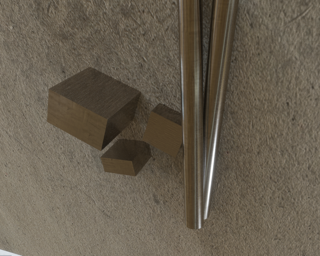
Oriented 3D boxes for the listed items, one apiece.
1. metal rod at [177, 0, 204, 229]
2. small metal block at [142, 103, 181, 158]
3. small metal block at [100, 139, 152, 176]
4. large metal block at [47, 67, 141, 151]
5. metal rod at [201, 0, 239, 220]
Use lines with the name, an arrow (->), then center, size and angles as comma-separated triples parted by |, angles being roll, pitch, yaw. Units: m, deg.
metal rod -> 0.037, -0.012, 0.355 | 0.025, 0.025, 0.298 | 7, 114, 24
small metal block -> 0.010, 0.003, 0.402 | 0.050, 0.025, 0.050 | 27, 128, 10
small metal block -> -0.047, 0.041, 0.439 | 0.050, 0.050, 0.025 | 4, 120, 26
large metal block -> -0.083, -0.028, 0.396 | 0.080, 0.080, 0.050 | 27, 128, 11
metal rod -> 0.061, -0.003, 0.371 | 0.025, 0.025, 0.298 | 14, 124, 20
